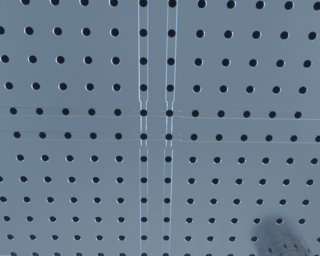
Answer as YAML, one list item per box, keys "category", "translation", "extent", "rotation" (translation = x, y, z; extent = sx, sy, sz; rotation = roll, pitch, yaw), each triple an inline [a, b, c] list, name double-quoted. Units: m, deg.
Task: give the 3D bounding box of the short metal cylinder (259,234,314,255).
- category: "short metal cylinder"
  translation: [0.202, 0.214, 0.481]
  extent: [0.081, 0.050, 0.079]
  rotation: [0, 110, 0]
